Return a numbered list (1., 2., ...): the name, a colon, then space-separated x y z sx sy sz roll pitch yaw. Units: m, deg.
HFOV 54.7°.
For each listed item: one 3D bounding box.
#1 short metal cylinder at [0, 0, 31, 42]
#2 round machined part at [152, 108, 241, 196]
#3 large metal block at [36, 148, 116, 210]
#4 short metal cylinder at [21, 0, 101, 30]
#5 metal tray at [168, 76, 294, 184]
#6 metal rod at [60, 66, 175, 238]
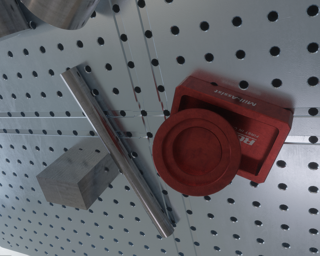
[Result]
1. short metal cylinder: -0.220 -0.140 0.405 0.080 0.080 0.050 -7 115 31
2. round machined part: 0.044 0.026 0.359 0.098 0.042 0.097 1 93 15
3. large metal block: -0.131 0.078 0.493 0.080 0.080 0.050 4 120 26
4. short metal cylinder: -0.105 -0.155 0.335 0.080 0.080 0.050 46 129 -4
5. metal tray: 0.076 0.002 0.369 0.130 0.030 0.089 22 127 15
6. metal rod: -0.057 0.046 0.469 0.025 0.025 0.299 -18 109 35
